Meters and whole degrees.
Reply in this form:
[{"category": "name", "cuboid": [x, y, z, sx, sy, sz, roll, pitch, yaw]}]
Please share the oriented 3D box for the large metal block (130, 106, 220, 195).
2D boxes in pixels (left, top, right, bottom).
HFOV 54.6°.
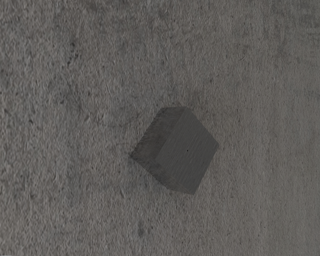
[{"category": "large metal block", "cuboid": [0.022, 0.029, 0.406, 0.080, 0.050, 0.080, 46, 63, -30]}]
